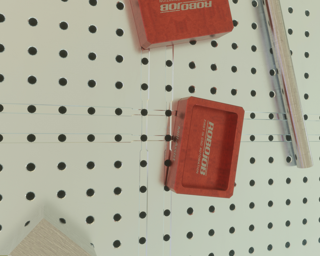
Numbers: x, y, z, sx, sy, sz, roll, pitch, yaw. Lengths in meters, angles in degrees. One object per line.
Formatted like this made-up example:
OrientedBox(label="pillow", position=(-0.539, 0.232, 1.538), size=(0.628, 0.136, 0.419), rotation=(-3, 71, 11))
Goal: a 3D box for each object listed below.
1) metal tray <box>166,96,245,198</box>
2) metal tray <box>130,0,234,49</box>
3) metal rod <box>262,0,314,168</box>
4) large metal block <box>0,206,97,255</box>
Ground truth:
OrientedBox(label="metal tray", position=(0.064, 0.028, 0.433), size=(0.091, 0.030, 0.129), rotation=(10, 87, -20))
OrientedBox(label="metal tray", position=(0.030, -0.164, 0.421), size=(0.131, 0.030, 0.089), rotation=(-15, 95, -20))
OrientedBox(label="metal rod", position=(0.198, -0.083, 0.485), size=(0.025, 0.025, 0.298), rotation=(-16, 96, -19))
OrientedBox(label="large metal block", position=(-0.131, 0.151, 0.351), size=(0.080, 0.050, 0.080), rotation=(45, 76, -15))
